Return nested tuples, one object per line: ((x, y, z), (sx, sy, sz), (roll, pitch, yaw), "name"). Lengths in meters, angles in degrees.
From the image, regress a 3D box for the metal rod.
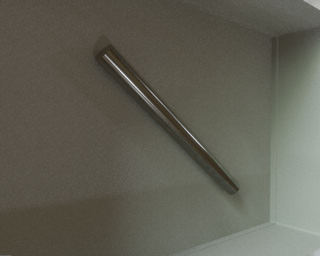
((0.027, 0.006, 0.427), (0.300, 0.025, 0.025), (45, 63, -31), "metal rod")
